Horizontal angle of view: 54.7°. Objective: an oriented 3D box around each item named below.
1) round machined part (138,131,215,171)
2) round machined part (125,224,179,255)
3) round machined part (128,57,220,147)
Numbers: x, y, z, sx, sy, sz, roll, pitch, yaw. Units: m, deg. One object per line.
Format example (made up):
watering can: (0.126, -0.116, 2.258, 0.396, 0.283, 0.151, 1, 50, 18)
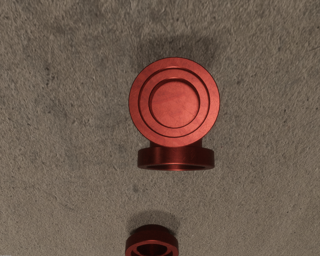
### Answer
round machined part: (0.021, 0.031, 0.402, 0.099, 0.042, 0.098, 1, 167, 0)
round machined part: (-0.015, 0.218, 0.581, 0.099, 0.042, 0.097, -1, 130, 0)
round machined part: (0.017, -0.028, 0.351, 0.099, 0.042, 0.097, 0, 90, 5)
